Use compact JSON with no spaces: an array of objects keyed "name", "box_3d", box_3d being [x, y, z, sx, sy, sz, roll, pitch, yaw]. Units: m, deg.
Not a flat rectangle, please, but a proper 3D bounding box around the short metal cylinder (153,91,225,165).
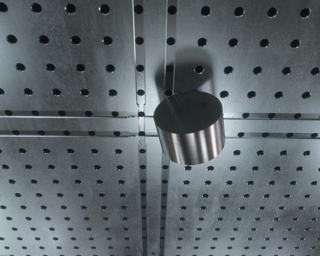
[{"name":"short metal cylinder","box_3d":[0.037,-0.001,0.375,0.080,0.080,0.050,-9,130,7]}]
